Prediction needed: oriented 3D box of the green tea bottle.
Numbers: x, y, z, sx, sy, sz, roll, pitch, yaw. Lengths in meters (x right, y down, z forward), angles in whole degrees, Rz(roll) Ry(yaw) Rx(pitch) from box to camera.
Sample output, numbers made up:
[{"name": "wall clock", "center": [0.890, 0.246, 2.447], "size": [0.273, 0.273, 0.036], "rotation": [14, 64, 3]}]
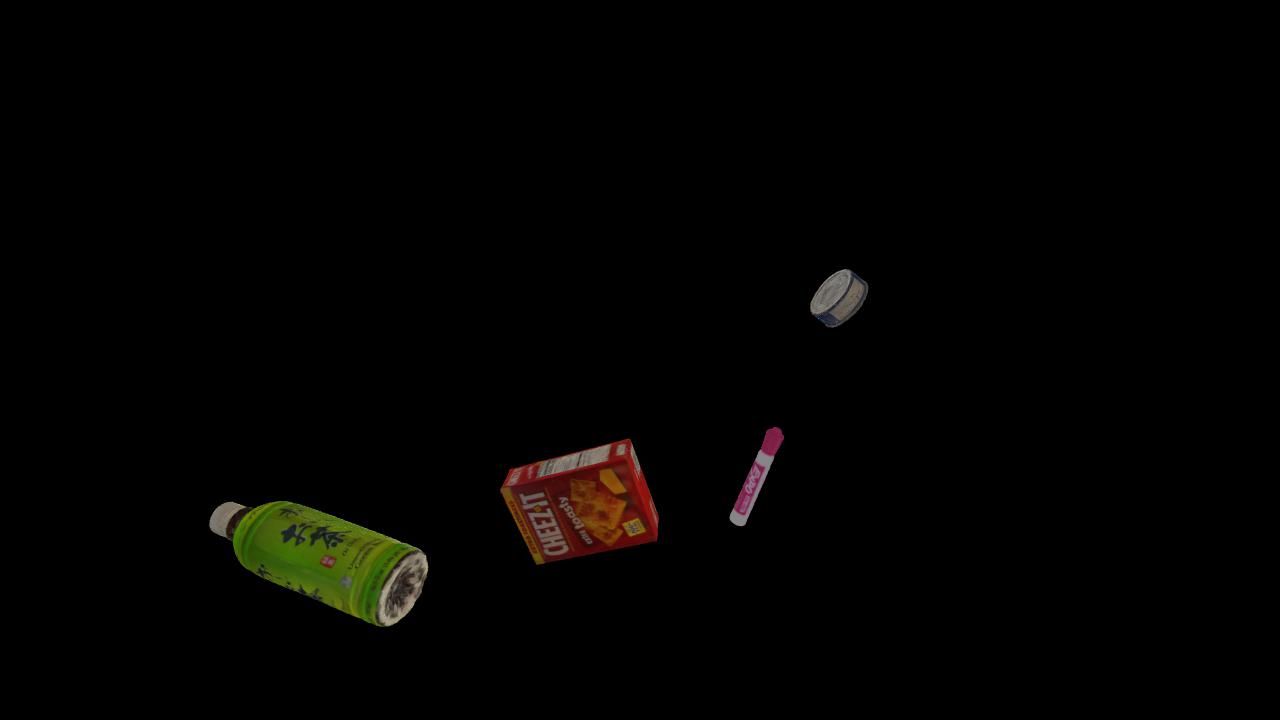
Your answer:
[{"name": "green tea bottle", "center": [-0.301, 0.176, 0.563], "size": [0.212, 0.073, 0.073], "rotation": [12, 4, 17]}]

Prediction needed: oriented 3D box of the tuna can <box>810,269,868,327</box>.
[{"name": "tuna can", "center": [0.290, -0.091, 0.901], "size": [0.034, 0.084, 0.084], "rotation": [34, -9, -14]}]

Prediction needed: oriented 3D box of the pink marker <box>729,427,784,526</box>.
[{"name": "pink marker", "center": [0.124, 0.123, 0.650], "size": [0.020, 0.121, 0.020], "rotation": [15, 23, -7]}]

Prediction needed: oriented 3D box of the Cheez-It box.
[{"name": "Cheez-It box", "center": [-0.097, 0.239, 1.024], "size": [0.223, 0.166, 0.071], "rotation": [-15, 20, 11]}]
